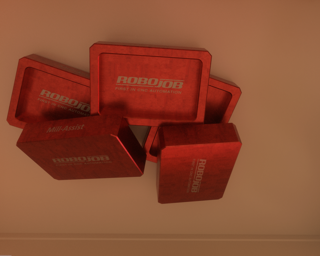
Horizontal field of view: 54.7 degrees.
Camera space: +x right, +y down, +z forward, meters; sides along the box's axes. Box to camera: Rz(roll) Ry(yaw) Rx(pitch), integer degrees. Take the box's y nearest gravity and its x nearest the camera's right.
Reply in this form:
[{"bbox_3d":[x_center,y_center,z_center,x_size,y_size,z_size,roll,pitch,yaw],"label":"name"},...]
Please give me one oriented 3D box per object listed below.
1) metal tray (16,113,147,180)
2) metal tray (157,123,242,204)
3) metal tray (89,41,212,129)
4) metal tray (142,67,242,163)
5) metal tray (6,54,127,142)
[{"bbox_3d":[-0.093,0.028,0.379,0.130,0.030,0.090,-5,141,18],"label":"metal tray"},{"bbox_3d":[0.043,0.049,0.391,0.091,0.030,0.129,-3,139,-5],"label":"metal tray"},{"bbox_3d":[-0.012,-0.049,0.356,0.131,0.030,0.089,3,110,-2],"label":"metal tray"},{"bbox_3d":[0.037,-0.009,0.404,0.091,0.030,0.129,18,109,-7],"label":"metal tray"},{"bbox_3d":[-0.116,-0.029,0.393,0.131,0.030,0.089,18,109,-7],"label":"metal tray"}]
